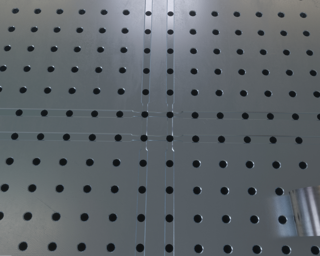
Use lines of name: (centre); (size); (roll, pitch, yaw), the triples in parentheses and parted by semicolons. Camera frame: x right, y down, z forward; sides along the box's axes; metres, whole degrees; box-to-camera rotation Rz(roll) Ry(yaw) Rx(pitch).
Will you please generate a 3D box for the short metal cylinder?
short metal cylinder: (0.193, 0.094, 0.349); (0.081, 0.080, 0.050); (-3, 70, -1)
